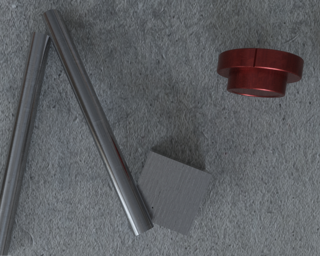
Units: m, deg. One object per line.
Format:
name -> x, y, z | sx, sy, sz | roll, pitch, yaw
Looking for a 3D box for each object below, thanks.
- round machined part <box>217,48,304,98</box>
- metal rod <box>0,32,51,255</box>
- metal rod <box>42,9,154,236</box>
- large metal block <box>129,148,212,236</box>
round machined part -> 0.118, -0.062, 0.375 | 0.099, 0.098, 0.042 | 8, 90, -1
metal rod -> -0.185, 0.024, 0.407 | 0.025, 0.025, 0.298 | 11, 90, -1
metal rod -> -0.081, -0.016, 0.380 | 0.025, 0.025, 0.299 | -25, 79, 0
large metal block -> 0.011, 0.079, 0.398 | 0.080, 0.050, 0.080 | 22, 90, -1
